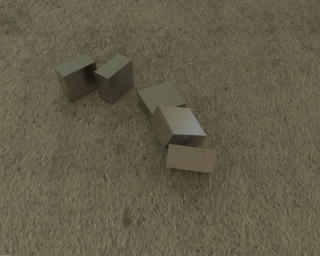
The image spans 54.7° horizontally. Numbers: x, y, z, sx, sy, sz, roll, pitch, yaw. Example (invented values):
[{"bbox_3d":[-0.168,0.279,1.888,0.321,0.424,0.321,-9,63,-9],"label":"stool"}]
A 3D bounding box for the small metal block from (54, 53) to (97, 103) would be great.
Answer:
[{"bbox_3d":[-0.117,-0.071,0.446,0.050,0.050,0.025,-34,58,-25],"label":"small metal block"}]

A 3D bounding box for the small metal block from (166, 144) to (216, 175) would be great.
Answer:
[{"bbox_3d":[0.035,0.037,0.352,0.050,0.050,0.025,7,80,6],"label":"small metal block"}]

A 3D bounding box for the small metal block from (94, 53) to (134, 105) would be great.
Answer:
[{"bbox_3d":[-0.064,-0.070,0.445,0.025,0.050,0.050,29,56,22],"label":"small metal block"}]

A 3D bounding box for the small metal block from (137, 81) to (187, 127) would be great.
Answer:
[{"bbox_3d":[0.002,-0.034,0.432,0.050,0.025,0.050,-20,53,-17],"label":"small metal block"}]

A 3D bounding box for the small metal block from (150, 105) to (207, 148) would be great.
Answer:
[{"bbox_3d":[0.022,-0.001,0.391,0.050,0.025,0.050,3,44,-34],"label":"small metal block"}]
